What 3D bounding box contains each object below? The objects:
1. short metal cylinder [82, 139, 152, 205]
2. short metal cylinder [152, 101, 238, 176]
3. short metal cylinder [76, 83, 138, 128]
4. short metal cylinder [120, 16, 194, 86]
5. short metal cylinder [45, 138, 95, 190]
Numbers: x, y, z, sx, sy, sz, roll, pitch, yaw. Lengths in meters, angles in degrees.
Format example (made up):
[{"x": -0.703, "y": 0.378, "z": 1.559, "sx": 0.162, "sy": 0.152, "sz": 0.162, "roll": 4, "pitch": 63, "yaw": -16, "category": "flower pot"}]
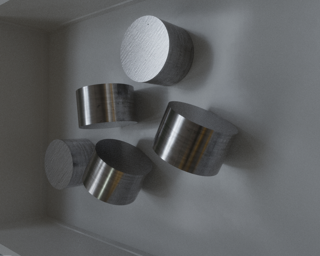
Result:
[{"x": -0.058, "y": 0.058, "z": 0.419, "sx": 0.080, "sy": 0.081, "sz": 0.050, "roll": 41, "pitch": 115, "yaw": 32, "category": "short metal cylinder"}, {"x": 0.038, "y": 0.010, "z": 0.340, "sx": 0.080, "sy": 0.081, "sz": 0.050, "roll": 34, "pitch": 111, "yaw": 35, "category": "short metal cylinder"}, {"x": -0.074, "y": -0.028, "z": 0.432, "sx": 0.080, "sy": 0.081, "sz": 0.050, "roll": -10, "pitch": 84, "yaw": 39, "category": "short metal cylinder"}, {"x": -0.004, "y": -0.096, "z": 0.394, "sx": 0.080, "sy": 0.050, "sz": 0.080, "roll": 0, "pitch": 90, "yaw": 40, "category": "short metal cylinder"}, {"x": -0.146, "y": 0.058, "z": 0.511, "sx": 0.080, "sy": 0.050, "sz": 0.080, "roll": 0, "pitch": 90, "yaw": 40, "category": "short metal cylinder"}]
